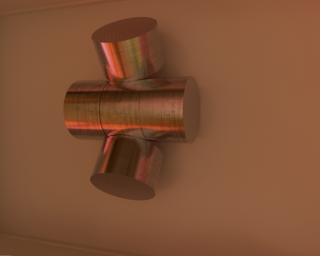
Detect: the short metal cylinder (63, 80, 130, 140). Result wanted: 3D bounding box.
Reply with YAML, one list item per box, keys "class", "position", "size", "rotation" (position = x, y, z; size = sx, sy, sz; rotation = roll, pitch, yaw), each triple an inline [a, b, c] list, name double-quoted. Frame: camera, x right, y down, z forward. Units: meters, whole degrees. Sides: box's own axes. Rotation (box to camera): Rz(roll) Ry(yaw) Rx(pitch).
- class: "short metal cylinder"
  position: [-0.081, -0.023, 0.408]
  size: [0.050, 0.080, 0.080]
  rotation: [1, 91, 20]

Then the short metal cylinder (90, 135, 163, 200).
- class: "short metal cylinder"
  position: [-0.040, 0.051, 0.386]
  size: [0.080, 0.080, 0.050]
  rotation: [0, 56, 20]

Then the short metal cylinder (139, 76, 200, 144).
- class: "short metal cylinder"
  position: [0.015, -0.022, 0.374]
  size: [0.050, 0.080, 0.080]
  rotation: [1, 91, 20]

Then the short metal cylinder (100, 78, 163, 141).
- class: "short metal cylinder"
  position: [-0.033, -0.023, 0.391]
  size: [0.050, 0.080, 0.080]
  rotation: [1, 91, 20]

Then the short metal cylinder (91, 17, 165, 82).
- class: "short metal cylinder"
  position: [-0.038, -0.099, 0.385]
  size: [0.080, 0.080, 0.050]
  rotation: [2, 129, 20]
